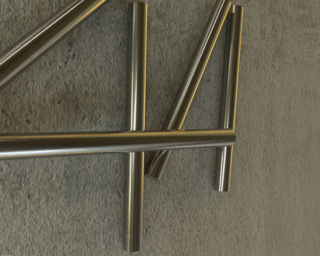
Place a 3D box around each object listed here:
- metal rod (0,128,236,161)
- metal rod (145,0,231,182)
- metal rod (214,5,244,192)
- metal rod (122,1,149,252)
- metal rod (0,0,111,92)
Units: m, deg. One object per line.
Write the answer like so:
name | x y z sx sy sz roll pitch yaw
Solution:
metal rod | -0.034 0.015 0.348 0.303 0.025 0.025 -1 91 -31
metal rod | 0.045 -0.067 0.444 0.025 0.025 0.300 36 68 -35
metal rod | 0.112 -0.049 0.500 0.025 0.025 0.298 9 84 -40
metal rod | -0.030 -0.002 0.381 0.025 0.025 0.298 2 89 -40
metal rod | -0.118 -0.087 0.306 0.301 0.025 0.025 -52 121 -27
